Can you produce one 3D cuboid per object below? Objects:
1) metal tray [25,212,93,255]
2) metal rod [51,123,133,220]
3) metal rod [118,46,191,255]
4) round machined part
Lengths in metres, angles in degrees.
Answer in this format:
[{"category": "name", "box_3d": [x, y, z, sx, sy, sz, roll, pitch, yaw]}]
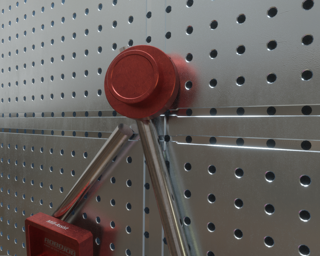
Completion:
[{"category": "metal tray", "box_3d": [-0.172, 0.204, 0.523, 0.130, 0.030, 0.089, 8, 103, 30]}, {"category": "metal rod", "box_3d": [-0.134, 0.104, 0.517, 0.298, 0.025, 0.025, -50, 61, 28]}, {"category": "metal rod", "box_3d": [-0.010, 0.029, 0.415, 0.025, 0.025, 0.299, -25, 75, 37]}, {"category": "round machined part", "box_3d": [-0.028, -0.061, 0.397, 0.098, 0.042, 0.097, -2, 82, 17]}]
